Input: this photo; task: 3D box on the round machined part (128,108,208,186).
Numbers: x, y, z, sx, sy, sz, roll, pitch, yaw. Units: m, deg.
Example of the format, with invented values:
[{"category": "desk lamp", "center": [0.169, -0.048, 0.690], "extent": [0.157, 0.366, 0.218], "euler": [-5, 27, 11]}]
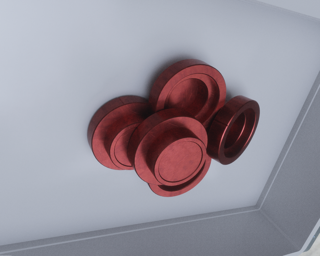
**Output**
[{"category": "round machined part", "center": [0.015, 0.029, 0.367], "extent": [0.099, 0.042, 0.097], "euler": [-14, 125, -21]}]

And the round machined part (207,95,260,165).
[{"category": "round machined part", "center": [0.095, -0.001, 0.435], "extent": [0.099, 0.042, 0.097], "euler": [-30, 135, -35]}]

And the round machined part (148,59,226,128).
[{"category": "round machined part", "center": [0.030, -0.040, 0.389], "extent": [0.099, 0.042, 0.097], "euler": [-14, 125, -21]}]

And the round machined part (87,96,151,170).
[{"category": "round machined part", "center": [-0.036, 0.013, 0.383], "extent": [0.099, 0.042, 0.097], "euler": [-14, 125, -21]}]

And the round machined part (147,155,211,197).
[{"category": "round machined part", "center": [0.020, 0.046, 0.436], "extent": [0.099, 0.042, 0.097], "euler": [-14, 125, -21]}]
